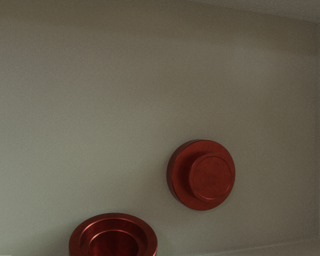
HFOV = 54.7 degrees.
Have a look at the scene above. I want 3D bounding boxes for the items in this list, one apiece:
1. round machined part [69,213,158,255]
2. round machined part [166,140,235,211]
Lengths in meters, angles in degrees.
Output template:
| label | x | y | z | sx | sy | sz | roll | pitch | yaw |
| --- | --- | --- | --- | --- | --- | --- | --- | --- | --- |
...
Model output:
| label | x | y | z | sx | sy | sz | roll | pitch | yaw |
| --- | --- | --- | --- | --- | --- | --- | --- | --- | --- |
| round machined part | -0.054 | 0.146 | 0.357 | 0.099 | 0.098 | 0.042 | -2 | 114 | -20 |
| round machined part | 0.062 | 0.065 | 0.424 | 0.099 | 0.042 | 0.097 | 0 | 90 | -20 |
